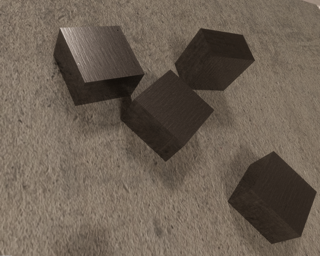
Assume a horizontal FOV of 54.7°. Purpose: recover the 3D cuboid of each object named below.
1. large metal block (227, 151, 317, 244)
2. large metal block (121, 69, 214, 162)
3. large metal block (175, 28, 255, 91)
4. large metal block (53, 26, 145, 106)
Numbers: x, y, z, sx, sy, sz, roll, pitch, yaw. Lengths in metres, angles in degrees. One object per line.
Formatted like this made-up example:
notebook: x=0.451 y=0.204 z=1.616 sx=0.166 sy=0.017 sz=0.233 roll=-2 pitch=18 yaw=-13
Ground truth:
large metal block: x=0.151 y=0.092 z=0.415 sx=0.080 sy=0.050 sz=0.080 roll=44 pitch=51 yaw=2
large metal block: x=0.011 y=-0.017 z=0.406 sx=0.080 sy=0.050 sz=0.080 roll=43 pitch=51 yaw=1
large metal block: x=0.082 y=-0.101 z=0.477 sx=0.081 sy=0.080 sz=0.050 roll=-2 pitch=63 yaw=-30
large metal block: x=-0.079 y=-0.081 z=0.396 sx=0.081 sy=0.050 sz=0.080 roll=-15 pitch=70 yaw=-35
